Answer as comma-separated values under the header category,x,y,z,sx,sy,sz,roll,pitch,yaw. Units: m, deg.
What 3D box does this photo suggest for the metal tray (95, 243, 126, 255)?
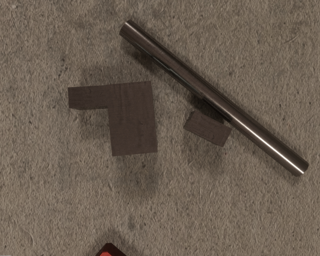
category,x,y,z,sx,sy,sz,roll,pitch,yaw
metal tray,-0.050,0.229,0.407,0.130,0.030,0.090,41,90,-1

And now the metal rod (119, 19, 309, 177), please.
category,x,y,z,sx,sy,sz,roll,pitch,yaw
metal rod,0.071,-0.039,0.410,0.300,0.025,0.025,39,90,-1

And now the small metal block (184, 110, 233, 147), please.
category,x,y,z,sx,sy,sz,roll,pitch,yaw
small metal block,0.059,0.001,0.398,0.050,0.050,0.025,27,90,-1

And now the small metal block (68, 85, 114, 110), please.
category,x,y,z,sx,sy,sz,roll,pitch,yaw
small metal block,-0.085,-0.038,0.396,0.050,0.050,0.025,-3,90,0

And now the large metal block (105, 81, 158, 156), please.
category,x,y,z,sx,sy,sz,roll,pitch,yaw
large metal block,-0.032,-0.011,0.382,0.050,0.080,0.079,-5,90,-1
